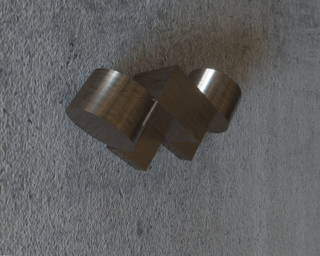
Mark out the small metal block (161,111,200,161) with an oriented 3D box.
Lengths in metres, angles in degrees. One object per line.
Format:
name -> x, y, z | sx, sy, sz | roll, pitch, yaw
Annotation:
small metal block -> 0.031, 0.011, 0.432 | 0.050, 0.025, 0.050 | 43, 64, -32

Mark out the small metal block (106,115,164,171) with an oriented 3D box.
small metal block -> -0.030, 0.018, 0.382 | 0.050, 0.025, 0.050 | 43, 64, -32

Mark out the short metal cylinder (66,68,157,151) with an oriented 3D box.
short metal cylinder -> -0.050, -0.018, 0.328 | 0.080, 0.080, 0.050 | 42, 64, -32

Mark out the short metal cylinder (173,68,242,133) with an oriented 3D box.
short metal cylinder -> 0.065, -0.036, 0.424 | 0.080, 0.080, 0.050 | 43, 64, -32

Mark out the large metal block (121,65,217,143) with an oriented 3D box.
large metal block -> 0.007, -0.026, 0.377 | 0.080, 0.080, 0.050 | 42, 64, -32
